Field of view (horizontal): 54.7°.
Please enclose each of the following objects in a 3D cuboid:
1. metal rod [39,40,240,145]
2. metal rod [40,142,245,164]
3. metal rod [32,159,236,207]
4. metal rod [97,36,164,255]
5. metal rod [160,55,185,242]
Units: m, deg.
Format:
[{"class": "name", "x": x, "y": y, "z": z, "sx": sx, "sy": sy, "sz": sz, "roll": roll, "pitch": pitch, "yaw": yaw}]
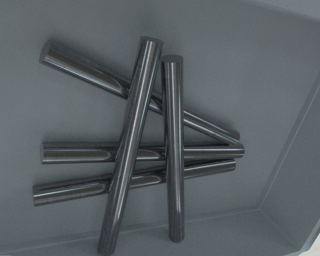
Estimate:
[{"class": "metal rod", "x": 0.001, "y": -0.030, "z": 0.390, "sx": 0.302, "sy": 0.025, "sz": 0.025, "roll": 22, "pitch": 107, "yaw": -37}, {"class": "metal rod", "x": -0.003, "y": 0.033, "z": 0.426, "sx": 0.303, "sy": 0.025, "sz": 0.025, "roll": 2, "pitch": 118, "yaw": -30}, {"class": "metal rod", "x": -0.018, "y": 0.071, "z": 0.442, "sx": 0.303, "sy": 0.025, "sz": 0.025, "roll": -5, "pitch": 121, "yaw": -26}, {"class": "metal rod", "x": -0.042, "y": 0.041, "z": 0.377, "sx": 0.025, "sy": 0.025, "sz": 0.298, "roll": 0, "pitch": 119, "yaw": -29}, {"class": "metal rod", "x": 0.020, "y": 0.049, "z": 0.417, "sx": 0.025, "sy": 0.025, "sz": 0.298, "roll": -17, "pitch": 125, "yaw": -19}]
